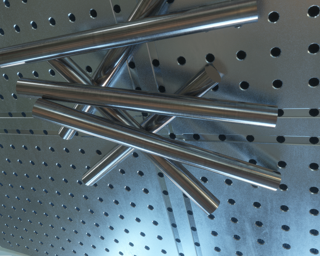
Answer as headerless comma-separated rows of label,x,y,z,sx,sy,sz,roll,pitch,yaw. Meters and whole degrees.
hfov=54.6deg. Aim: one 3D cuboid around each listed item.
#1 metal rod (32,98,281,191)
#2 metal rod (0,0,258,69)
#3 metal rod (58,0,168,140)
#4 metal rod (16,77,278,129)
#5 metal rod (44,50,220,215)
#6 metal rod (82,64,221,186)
metal rod,-0.002,0.021,0.373,0.301,0.025,0.025,17,127,-2
metal rod,-0.051,-0.100,0.338,0.301,0.025,0.025,-5,116,17
metal rod,-0.069,-0.074,0.402,0.025,0.025,0.299,43,129,-2
metal rod,-0.024,-0.031,0.358,0.301,0.025,0.025,8,123,10
metal rod,-0.039,0.000,0.398,0.300,0.025,0.025,44,129,-2
metal rod,-0.031,0.013,0.436,0.025,0.025,0.299,47,129,-5
